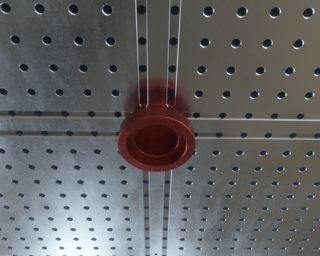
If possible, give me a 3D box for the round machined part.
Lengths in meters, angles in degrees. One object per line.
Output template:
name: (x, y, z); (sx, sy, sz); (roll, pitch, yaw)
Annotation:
round machined part: (-0.005, 0.010, 0.408); (0.099, 0.042, 0.097); (0, 130, 0)
